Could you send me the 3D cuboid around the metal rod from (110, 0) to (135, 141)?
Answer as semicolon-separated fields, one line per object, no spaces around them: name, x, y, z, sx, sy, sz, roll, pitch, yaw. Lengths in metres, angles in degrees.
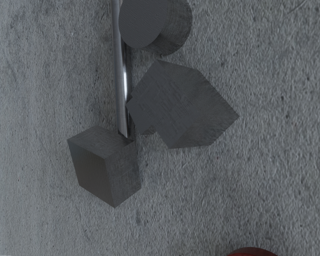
metal rod;-0.056;-0.122;0.449;0.025;0.025;0.298;-5;87;39

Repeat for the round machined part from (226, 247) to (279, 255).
round machined part;0.102;0.168;0.309;0.098;0.042;0.097;0;90;39

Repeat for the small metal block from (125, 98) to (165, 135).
small metal block;-0.013;-0.025;0.414;0.050;0.025;0.050;-41;65;32

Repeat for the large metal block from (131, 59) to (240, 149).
large metal block;0.028;-0.025;0.344;0.050;0.081;0.080;-50;61;28

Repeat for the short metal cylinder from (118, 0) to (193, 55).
short metal cylinder;-0.006;-0.136;0.392;0.080;0.050;0.079;0;90;39

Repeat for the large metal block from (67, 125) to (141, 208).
large metal block;-0.076;0.051;0.430;0.080;0.050;0.079;20;127;38
